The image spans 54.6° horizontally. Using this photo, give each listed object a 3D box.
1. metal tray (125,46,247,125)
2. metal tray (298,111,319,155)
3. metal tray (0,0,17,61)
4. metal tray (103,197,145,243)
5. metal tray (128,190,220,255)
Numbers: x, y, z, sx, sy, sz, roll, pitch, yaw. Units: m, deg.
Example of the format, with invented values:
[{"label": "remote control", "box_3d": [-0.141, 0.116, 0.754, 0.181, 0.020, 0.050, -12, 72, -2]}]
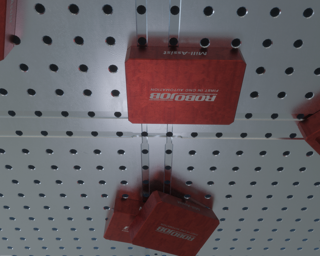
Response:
[{"label": "metal tray", "box_3d": [0.027, -0.048, 0.368, 0.131, 0.030, 0.089, 1, 130, -1]}, {"label": "metal tray", "box_3d": [0.264, 0.015, 0.422, 0.130, 0.030, 0.090, 36, 121, -27]}, {"label": "metal tray", "box_3d": [-0.186, -0.136, 0.291, 0.091, 0.030, 0.129, 16, 128, -13]}, {"label": "metal tray", "box_3d": [-0.027, 0.174, 0.556, 0.131, 0.030, 0.089, 14, 129, -12]}, {"label": "metal tray", "box_3d": [0.025, 0.165, 0.522, 0.131, 0.030, 0.090, 25, 105, -26]}]
